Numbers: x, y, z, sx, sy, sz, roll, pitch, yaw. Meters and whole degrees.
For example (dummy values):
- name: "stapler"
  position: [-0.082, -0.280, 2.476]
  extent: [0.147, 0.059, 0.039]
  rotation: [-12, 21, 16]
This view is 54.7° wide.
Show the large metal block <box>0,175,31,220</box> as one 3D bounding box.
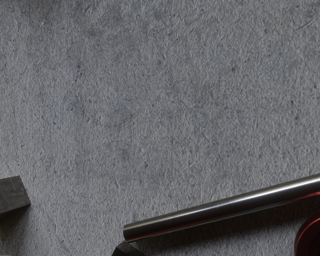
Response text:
- name: "large metal block"
  position: [-0.264, 0.118, 0.473]
  extent: [0.080, 0.080, 0.050]
  rotation: [-30, 81, 17]

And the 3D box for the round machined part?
- name: "round machined part"
  position: [0.196, 0.134, 0.331]
  extent: [0.098, 0.042, 0.097]
  rotation: [0, 90, 20]

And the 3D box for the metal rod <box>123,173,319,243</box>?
- name: "metal rod"
  position: [0.090, 0.096, 0.377]
  extent: [0.300, 0.025, 0.025]
  rotation: [-20, 84, 18]

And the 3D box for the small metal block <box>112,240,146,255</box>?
- name: "small metal block"
  position: [-0.045, 0.193, 0.425]
  extent: [0.050, 0.025, 0.050]
  rotation: [29, 99, 17]
